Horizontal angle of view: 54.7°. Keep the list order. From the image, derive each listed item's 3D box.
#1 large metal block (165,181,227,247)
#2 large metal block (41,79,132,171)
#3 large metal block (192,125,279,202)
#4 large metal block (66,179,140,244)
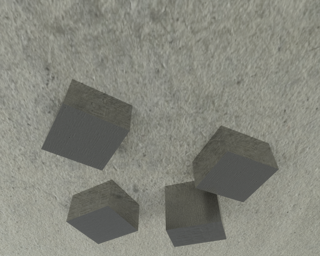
[{"bbox_3d":[0.054,0.130,0.483,0.080,0.080,0.050,-12,129,10],"label":"large metal block"},{"bbox_3d":[-0.090,-0.002,0.388,0.080,0.050,0.080,24,126,-19],"label":"large metal block"},{"bbox_3d":[0.103,0.053,0.437,0.080,0.050,0.079,20,127,-17],"label":"large metal block"},{"bbox_3d":[-0.090,0.139,0.508,0.080,0.050,0.080,-24,126,19],"label":"large metal block"}]
